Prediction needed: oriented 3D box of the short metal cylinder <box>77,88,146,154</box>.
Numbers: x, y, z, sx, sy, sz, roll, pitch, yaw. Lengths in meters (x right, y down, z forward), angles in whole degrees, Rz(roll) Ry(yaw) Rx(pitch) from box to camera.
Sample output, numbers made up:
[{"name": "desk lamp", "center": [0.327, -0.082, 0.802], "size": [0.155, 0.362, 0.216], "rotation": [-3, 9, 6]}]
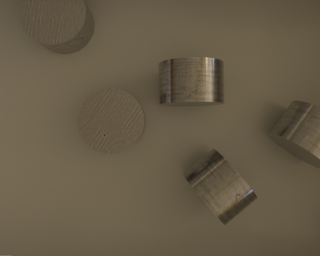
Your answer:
[{"name": "short metal cylinder", "center": [-0.059, -0.008, 0.398], "size": [0.081, 0.050, 0.079], "rotation": [0, 90, -1]}]

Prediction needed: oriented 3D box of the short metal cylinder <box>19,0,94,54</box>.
[{"name": "short metal cylinder", "center": [-0.130, -0.140, 0.397], "size": [0.081, 0.050, 0.079], "rotation": [0, 90, -1]}]

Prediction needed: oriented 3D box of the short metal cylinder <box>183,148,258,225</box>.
[{"name": "short metal cylinder", "center": [0.073, 0.072, 0.385], "size": [0.050, 0.080, 0.080], "rotation": [-40, 91, 0]}]

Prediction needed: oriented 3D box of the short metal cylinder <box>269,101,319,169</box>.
[{"name": "short metal cylinder", "center": [0.186, 0.009, 0.386], "size": [0.080, 0.080, 0.050], "rotation": [35, 90, -1]}]

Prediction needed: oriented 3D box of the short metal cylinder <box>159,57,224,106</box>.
[{"name": "short metal cylinder", "center": [0.039, -0.054, 0.384], "size": [0.081, 0.080, 0.050], "rotation": [-1, 90, -1]}]
